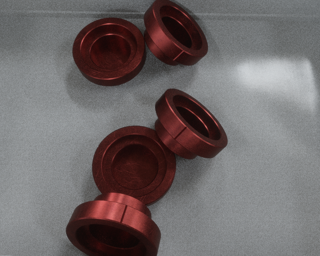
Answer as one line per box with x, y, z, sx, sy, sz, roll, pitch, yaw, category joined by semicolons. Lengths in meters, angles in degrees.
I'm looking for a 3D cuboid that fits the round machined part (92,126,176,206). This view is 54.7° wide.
-0.030;0.050;0.382;0.099;0.042;0.098;0;70;-1;round machined part

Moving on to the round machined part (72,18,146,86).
-0.068;-0.102;0.436;0.099;0.042;0.098;-1;71;2;round machined part

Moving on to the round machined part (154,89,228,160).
0.033;0.000;0.382;0.098;0.099;0.042;49;117;15;round machined part

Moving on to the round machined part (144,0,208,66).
0.017;-0.126;0.429;0.099;0.042;0.098;25;46;-29;round machined part

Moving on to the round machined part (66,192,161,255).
-0.047;0.107;0.337;0.099;0.097;0.042;12;43;4;round machined part
